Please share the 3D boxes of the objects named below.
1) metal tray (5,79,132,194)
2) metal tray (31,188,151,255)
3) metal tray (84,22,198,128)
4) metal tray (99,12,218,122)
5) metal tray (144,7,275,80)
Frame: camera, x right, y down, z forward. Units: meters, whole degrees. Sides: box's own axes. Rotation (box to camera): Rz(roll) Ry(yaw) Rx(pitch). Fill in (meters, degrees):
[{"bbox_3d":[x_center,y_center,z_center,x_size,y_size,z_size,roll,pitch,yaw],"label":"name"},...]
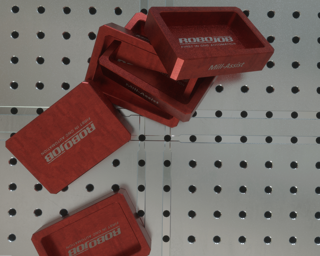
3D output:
[{"bbox_3d":[-0.112,0.012,0.391,0.130,0.030,0.090,-36,104,7],"label":"metal tray"},{"bbox_3d":[-0.088,0.149,0.409,0.131,0.030,0.090,-26,90,-1],"label":"metal tray"},{"bbox_3d":[-0.022,-0.066,0.392,0.131,0.030,0.089,22,115,-1],"label":"metal tray"},{"bbox_3d":[0.002,-0.078,0.389,0.130,0.030,0.090,31,74,8],"label":"metal tray"},{"bbox_3d":[0.057,-0.104,0.366,0.131,0.030,0.090,-11,57,-25],"label":"metal tray"}]
